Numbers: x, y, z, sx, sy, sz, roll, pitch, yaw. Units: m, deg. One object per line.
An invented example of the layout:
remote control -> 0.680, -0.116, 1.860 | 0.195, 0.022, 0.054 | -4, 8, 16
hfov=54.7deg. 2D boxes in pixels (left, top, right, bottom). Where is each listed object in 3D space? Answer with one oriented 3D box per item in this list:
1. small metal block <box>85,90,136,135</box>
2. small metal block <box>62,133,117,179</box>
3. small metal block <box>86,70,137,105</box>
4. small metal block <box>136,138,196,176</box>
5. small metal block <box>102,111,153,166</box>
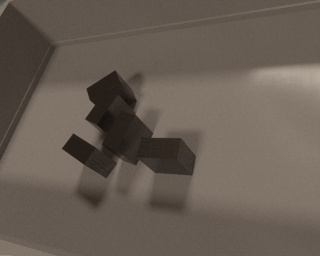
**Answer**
small metal block -> -0.068, -0.017, 0.434 | 0.025, 0.050, 0.050 | 23, 74, 36
small metal block -> -0.094, 0.038, 0.414 | 0.050, 0.050, 0.025 | 25, 76, 36
small metal block -> -0.070, -0.049, 0.455 | 0.050, 0.050, 0.025 | -31, 52, 8
small metal block -> 0.008, 0.034, 0.363 | 0.050, 0.050, 0.025 | 0, 62, 27
small metal block -> -0.041, 0.014, 0.401 | 0.025, 0.050, 0.050 | 16, 70, 34
